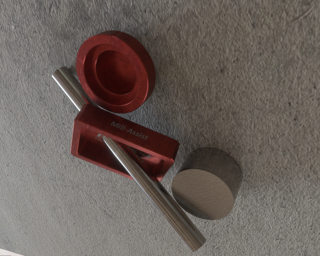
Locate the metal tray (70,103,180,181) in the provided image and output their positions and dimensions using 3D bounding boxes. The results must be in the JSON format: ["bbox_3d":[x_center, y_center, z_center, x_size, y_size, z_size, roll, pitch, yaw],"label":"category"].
[{"bbox_3d":[-0.050,0.027,0.414,0.131,0.030,0.089,23,142,-4],"label":"metal tray"}]

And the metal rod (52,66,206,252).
[{"bbox_3d":[-0.045,0.037,0.416,0.300,0.025,0.025,50,129,7],"label":"metal rod"}]

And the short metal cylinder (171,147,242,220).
[{"bbox_3d":[0.062,0.072,0.403,0.080,0.050,0.079,13,124,21],"label":"short metal cylinder"}]

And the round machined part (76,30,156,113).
[{"bbox_3d":[-0.049,-0.070,0.378,0.098,0.042,0.097,13,124,21],"label":"round machined part"}]
